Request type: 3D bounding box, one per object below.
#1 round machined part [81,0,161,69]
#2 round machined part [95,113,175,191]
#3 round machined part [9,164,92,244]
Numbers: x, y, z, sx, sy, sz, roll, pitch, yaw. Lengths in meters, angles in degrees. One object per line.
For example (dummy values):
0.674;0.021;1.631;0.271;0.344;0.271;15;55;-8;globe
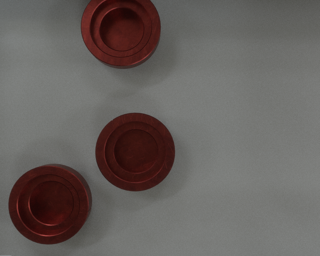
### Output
-0.049;-0.125;0.402;0.099;0.042;0.097;0;90;-1;round machined part
-0.031;0.029;0.403;0.099;0.042;0.097;0;90;-1;round machined part
-0.137;0.095;0.401;0.099;0.042;0.097;0;90;-1;round machined part
